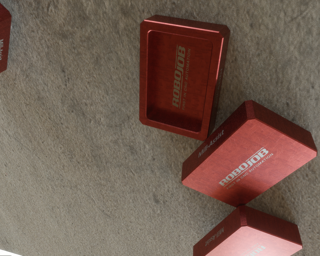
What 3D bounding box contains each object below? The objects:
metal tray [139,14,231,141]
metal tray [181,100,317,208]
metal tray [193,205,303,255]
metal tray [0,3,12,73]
[{"bbox_3d":[0.023,-0.055,0.355,0.090,0.030,0.129,16,125,19],"label":"metal tray"},{"bbox_3d":[0.095,0.037,0.356,0.090,0.030,0.129,26,131,-15],"label":"metal tray"},{"bbox_3d":[0.114,0.163,0.425,0.090,0.030,0.129,22,130,-12],"label":"metal tray"},{"bbox_3d":[-0.254,-0.139,0.428,0.090,0.030,0.129,44,143,-3],"label":"metal tray"}]
